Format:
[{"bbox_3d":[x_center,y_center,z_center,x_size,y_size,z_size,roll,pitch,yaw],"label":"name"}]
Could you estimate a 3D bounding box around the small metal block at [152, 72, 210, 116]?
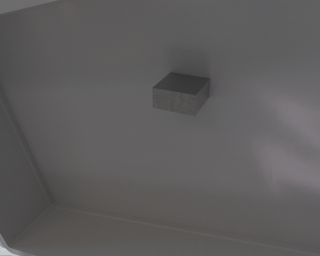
[{"bbox_3d":[0.025,-0.040,0.355,0.050,0.050,0.025,13,124,21],"label":"small metal block"}]
